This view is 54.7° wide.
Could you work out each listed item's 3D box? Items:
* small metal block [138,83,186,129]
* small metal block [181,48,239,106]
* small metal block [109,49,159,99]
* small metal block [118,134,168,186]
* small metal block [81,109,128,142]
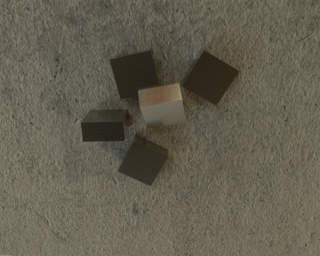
[{"bbox_3d":[0.003,-0.026,0.386,0.050,0.025,0.050,-10,148,4],"label":"small metal block"},{"bbox_3d":[0.061,-0.064,0.387,0.050,0.025,0.050,28,108,-10],"label":"small metal block"},{"bbox_3d":[-0.030,-0.067,0.385,0.050,0.025,0.050,-12,110,4],"label":"small metal block"},{"bbox_3d":[-0.023,0.044,0.426,0.050,0.025,0.050,26,108,-10],"label":"small metal block"},{"bbox_3d":[-0.068,-0.004,0.394,0.050,0.050,0.025,-1,110,0],"label":"small metal block"}]
